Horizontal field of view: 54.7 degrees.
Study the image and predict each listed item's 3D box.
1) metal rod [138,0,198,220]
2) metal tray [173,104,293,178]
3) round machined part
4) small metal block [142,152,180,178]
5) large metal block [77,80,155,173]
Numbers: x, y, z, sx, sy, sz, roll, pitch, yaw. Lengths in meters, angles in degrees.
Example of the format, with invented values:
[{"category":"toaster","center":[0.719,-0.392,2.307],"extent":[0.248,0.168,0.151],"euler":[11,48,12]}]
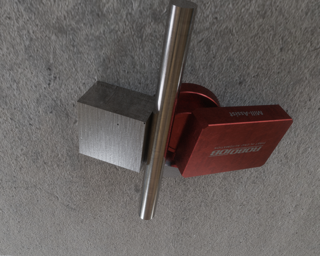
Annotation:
[{"category":"metal rod","center":[0.000,0.008,0.360],"extent":[0.025,0.025,0.298],"euler":[6,128,-5]},{"category":"metal tray","center":[0.091,0.016,0.391],"extent":[0.131,0.030,0.089],"euler":[-4,134,-24]},{"category":"round machined part","center":[0.031,-0.005,0.393],"extent":[0.099,0.042,0.097],"euler":[0,130,0]},{"category":"small metal block","center":[0.006,0.049,0.437],"extent":[0.050,0.025,0.050],"euler":[12,155,-10]},{"category":"large metal block","center":[-0.050,-0.002,0.376],"extent":[0.080,0.050,0.079],"euler":[17,130,9]}]
